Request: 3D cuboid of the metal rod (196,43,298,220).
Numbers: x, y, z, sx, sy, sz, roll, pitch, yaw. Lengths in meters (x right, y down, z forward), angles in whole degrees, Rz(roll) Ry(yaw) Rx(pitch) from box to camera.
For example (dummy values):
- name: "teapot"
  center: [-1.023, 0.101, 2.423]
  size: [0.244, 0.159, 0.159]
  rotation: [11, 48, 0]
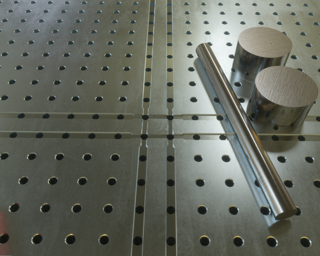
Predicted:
- name: "metal rod"
  center: [0.103, -0.020, 0.424]
  size: [0.025, 0.025, 0.300]
  rotation: [-9, 51, -8]

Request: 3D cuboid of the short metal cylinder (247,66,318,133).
- name: "short metal cylinder"
  center: [0.166, -0.040, 0.426]
  size: [0.080, 0.050, 0.080]
  rotation: [0, 50, 0]

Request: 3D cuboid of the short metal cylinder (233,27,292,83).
- name: "short metal cylinder"
  center: [0.160, -0.116, 0.490]
  size: [0.081, 0.050, 0.080]
  rotation: [0, 50, 0]
